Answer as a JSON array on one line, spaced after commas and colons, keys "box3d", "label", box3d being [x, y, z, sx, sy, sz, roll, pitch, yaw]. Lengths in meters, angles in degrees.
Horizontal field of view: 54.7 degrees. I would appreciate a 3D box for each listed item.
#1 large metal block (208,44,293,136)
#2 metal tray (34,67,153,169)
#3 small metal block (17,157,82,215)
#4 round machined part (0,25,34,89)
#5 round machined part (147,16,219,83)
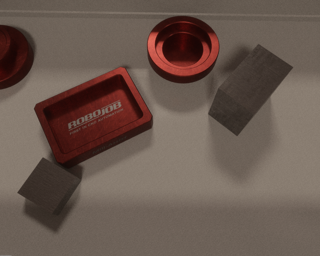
[{"box3d": [0.112, -0.046, 0.399, 0.050, 0.080, 0.080, 39, 75, 13], "label": "large metal block"}, {"box3d": [-0.086, -0.015, 0.411, 0.131, 0.030, 0.090, -26, 72, -10], "label": "metal tray"}, {"box3d": [-0.135, 0.072, 0.382, 0.050, 0.025, 0.050, 28, 72, 9], "label": "small metal block"}, {"box3d": [-0.236, -0.106, 0.437, 0.099, 0.042, 0.098, 0, 70, -1], "label": "round machined part"}, {"box3d": [0.031, -0.106, 0.440, 0.099, 0.042, 0.098, 0, 70, -1], "label": "round machined part"}]
